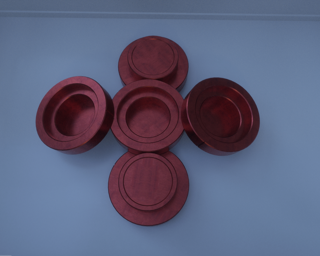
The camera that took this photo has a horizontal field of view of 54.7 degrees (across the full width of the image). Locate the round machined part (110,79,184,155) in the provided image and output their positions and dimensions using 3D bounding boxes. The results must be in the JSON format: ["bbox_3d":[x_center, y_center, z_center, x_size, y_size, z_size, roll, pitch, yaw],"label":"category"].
[{"bbox_3d":[-0.015,-0.011,0.402,0.099,0.042,0.098,0,70,0],"label":"round machined part"}]

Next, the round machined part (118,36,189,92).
[{"bbox_3d":[-0.009,-0.088,0.431,0.099,0.042,0.098,0,70,0],"label":"round machined part"}]

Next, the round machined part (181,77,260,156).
[{"bbox_3d":[0.072,-0.011,0.394,0.099,0.042,0.098,6,69,-16],"label":"round machined part"}]

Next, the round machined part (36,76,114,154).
[{"bbox_3d":[-0.103,-0.013,0.394,0.098,0.042,0.098,-6,69,16],"label":"round machined part"}]

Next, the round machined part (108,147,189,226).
[{"bbox_3d":[-0.014,0.067,0.374,0.099,0.042,0.098,0,70,0],"label":"round machined part"}]
